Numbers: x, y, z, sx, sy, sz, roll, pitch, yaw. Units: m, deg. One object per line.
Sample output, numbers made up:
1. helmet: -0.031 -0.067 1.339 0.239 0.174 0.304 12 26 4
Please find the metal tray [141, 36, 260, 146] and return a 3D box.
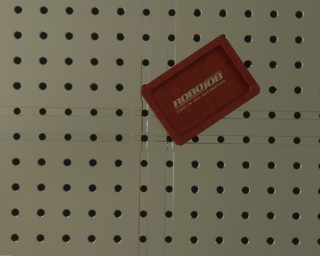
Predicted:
1. metal tray: 0.052 -0.048 0.411 0.130 0.030 0.090 -34 90 0
